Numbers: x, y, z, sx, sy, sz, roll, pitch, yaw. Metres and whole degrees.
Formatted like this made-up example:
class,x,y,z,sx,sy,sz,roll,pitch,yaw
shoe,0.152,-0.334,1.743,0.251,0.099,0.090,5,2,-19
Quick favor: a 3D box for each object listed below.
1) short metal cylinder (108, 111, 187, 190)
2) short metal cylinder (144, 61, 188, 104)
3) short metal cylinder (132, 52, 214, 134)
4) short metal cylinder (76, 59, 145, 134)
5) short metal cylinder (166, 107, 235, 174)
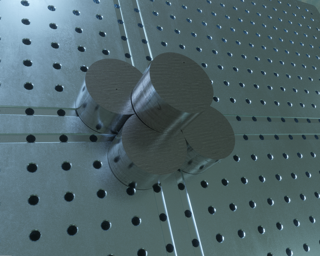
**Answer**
class,x,y,z,sx,sy,sz,roll,pitch,yaw
short metal cylinder,-0.015,0.027,0.368,0.081,0.050,0.080,14,56,-21
short metal cylinder,0.009,-0.051,0.429,0.081,0.050,0.080,14,56,-21
short metal cylinder,0.014,-0.040,0.359,0.081,0.050,0.080,14,57,-22
short metal cylinder,-0.059,-0.039,0.384,0.081,0.050,0.080,14,56,-21
short metal cylinder,0.051,0.015,0.412,0.081,0.050,0.080,14,56,-21
